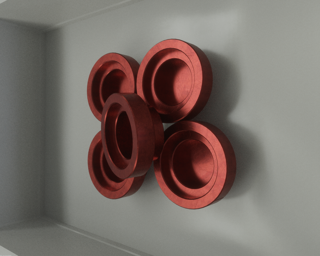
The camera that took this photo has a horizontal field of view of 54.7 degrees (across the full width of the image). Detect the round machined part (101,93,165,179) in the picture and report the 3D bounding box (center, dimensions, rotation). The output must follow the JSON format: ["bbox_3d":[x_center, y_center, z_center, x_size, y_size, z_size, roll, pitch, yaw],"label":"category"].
[{"bbox_3d":[-0.030,0.007,0.361,0.098,0.042,0.097,14,106,56],"label":"round machined part"}]

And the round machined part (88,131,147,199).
[{"bbox_3d":[-0.054,0.048,0.436,0.098,0.042,0.097,0,90,39],"label":"round machined part"}]

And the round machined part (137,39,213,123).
[{"bbox_3d":[0.021,-0.054,0.374,0.098,0.042,0.097,0,90,39],"label":"round machined part"}]

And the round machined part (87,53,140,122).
[{"bbox_3d":[-0.056,-0.054,0.437,0.098,0.042,0.097,0,90,39],"label":"round machined part"}]

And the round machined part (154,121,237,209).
[{"bbox_3d":[0.043,0.040,0.356,0.098,0.042,0.097,0,90,39],"label":"round machined part"}]
